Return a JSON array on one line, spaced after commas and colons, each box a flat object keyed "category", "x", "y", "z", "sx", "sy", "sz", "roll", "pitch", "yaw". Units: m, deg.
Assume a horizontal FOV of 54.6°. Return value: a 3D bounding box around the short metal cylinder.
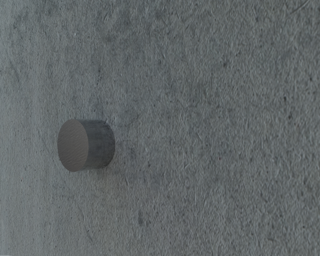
[{"category": "short metal cylinder", "x": -0.116, "y": 0.026, "z": 0.486, "sx": 0.080, "sy": 0.050, "sz": 0.080, "roll": 0, "pitch": 90, "yaw": 40}]
